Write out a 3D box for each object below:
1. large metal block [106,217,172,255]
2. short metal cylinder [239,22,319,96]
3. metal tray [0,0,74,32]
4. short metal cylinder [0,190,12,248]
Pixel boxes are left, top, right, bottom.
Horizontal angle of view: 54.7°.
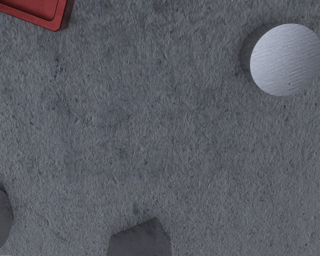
[{"bbox_3d":[-0.030,0.187,0.449,0.080,0.080,0.050,-25,108,9],"label":"large metal block"},{"bbox_3d":[0.140,-0.083,0.367,0.081,0.050,0.079,0,110,0],"label":"short metal cylinder"},{"bbox_3d":[-0.134,-0.183,0.338,0.091,0.030,0.129,19,109,-7],"label":"metal tray"},{"bbox_3d":[-0.248,0.128,0.425,0.050,0.080,0.079,-5,110,2],"label":"short metal cylinder"}]
